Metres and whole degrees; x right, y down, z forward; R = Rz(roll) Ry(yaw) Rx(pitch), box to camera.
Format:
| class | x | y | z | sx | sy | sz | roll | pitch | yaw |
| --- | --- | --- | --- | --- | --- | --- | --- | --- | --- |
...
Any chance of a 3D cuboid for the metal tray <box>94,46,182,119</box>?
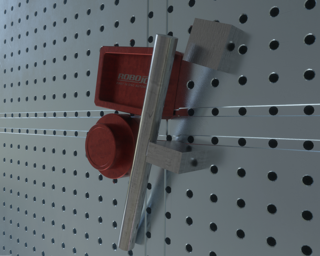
| class | x | y | z | sx | sy | sz | roll | pitch | yaw |
| --- | --- | --- | --- | --- | --- | --- | --- | --- | --- |
| metal tray | -0.036 | -0.066 | 0.435 | 0.130 | 0.030 | 0.089 | 14 | 99 | 39 |

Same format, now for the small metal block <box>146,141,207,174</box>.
| class | x | y | z | sx | sy | sz | roll | pitch | yaw |
| --- | --- | --- | --- | --- | --- | --- | --- | --- | --- |
| small metal block | 0.020 | 0.034 | 0.377 | 0.050 | 0.050 | 0.025 | 16 | 100 | 39 |

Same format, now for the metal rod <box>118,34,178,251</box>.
| class | x | y | z | sx | sy | sz | roll | pitch | yaw |
| --- | --- | --- | --- | --- | --- | --- | --- | --- | --- |
| metal rod | -0.021 | 0.034 | 0.396 | 0.025 | 0.025 | 0.298 | 29 | 117 | 36 |

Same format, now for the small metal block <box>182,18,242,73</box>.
| class | x | y | z | sx | sy | sz | roll | pitch | yaw |
| --- | --- | --- | --- | --- | --- | --- | --- | --- | --- |
| small metal block | 0.060 | -0.096 | 0.360 | 0.050 | 0.025 | 0.050 | 27 | 107 | 37 |

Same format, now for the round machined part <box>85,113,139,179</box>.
| class | x | y | z | sx | sy | sz | roll | pitch | yaw |
| --- | --- | --- | --- | --- | --- | --- | --- | --- | --- |
| round machined part | -0.073 | 0.027 | 0.459 | 0.098 | 0.042 | 0.097 | 0 | 90 | 40 |
